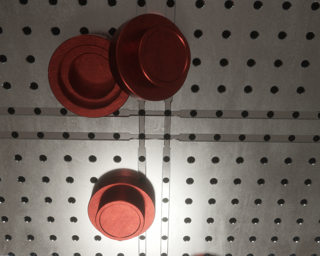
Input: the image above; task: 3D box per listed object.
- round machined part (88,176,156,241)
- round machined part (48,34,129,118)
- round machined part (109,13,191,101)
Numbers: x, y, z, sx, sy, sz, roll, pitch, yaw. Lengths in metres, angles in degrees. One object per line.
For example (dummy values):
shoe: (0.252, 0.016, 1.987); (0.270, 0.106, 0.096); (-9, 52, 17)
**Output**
round machined part: (-0.056, 0.123, 0.449); (0.099, 0.042, 0.097); (0, 110, -1)
round machined part: (-0.081, -0.065, 0.379); (0.099, 0.042, 0.097); (0, 110, -1)
round machined part: (-0.004, -0.079, 0.350); (0.099, 0.042, 0.097); (-4, 97, -34)
